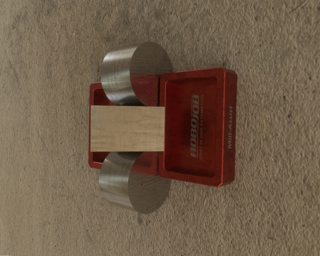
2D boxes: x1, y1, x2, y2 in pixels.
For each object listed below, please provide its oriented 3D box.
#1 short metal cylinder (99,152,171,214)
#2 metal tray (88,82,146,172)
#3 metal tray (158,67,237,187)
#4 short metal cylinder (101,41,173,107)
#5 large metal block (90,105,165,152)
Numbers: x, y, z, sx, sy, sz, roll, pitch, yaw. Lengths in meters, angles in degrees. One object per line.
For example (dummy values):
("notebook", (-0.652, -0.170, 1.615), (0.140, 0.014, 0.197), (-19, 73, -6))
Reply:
("short metal cylinder", (-0.030, 0.064, 0.395), (0.050, 0.081, 0.079), (3, 92, 40))
("metal tray", (-0.065, -0.003, 0.458), (0.090, 0.030, 0.129), (2, 91, 40))
("metal tray", (0.043, -0.002, 0.369), (0.090, 0.030, 0.129), (2, 91, 40))
("short metal cylinder", (-0.027, -0.066, 0.393), (0.050, 0.081, 0.079), (3, 92, 40))
("large metal block", (-0.041, 0.000, 0.378), (0.080, 0.081, 0.050), (-170, 81, -80))
